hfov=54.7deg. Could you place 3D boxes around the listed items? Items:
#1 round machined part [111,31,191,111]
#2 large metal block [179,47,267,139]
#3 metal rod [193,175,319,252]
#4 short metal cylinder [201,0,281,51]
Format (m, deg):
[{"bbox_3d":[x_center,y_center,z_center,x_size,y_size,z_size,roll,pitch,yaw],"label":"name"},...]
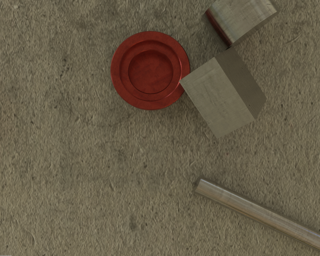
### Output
[{"bbox_3d":[-0.012,-0.071,0.401,0.099,0.042,0.097,0,90,0],"label":"round machined part"},{"bbox_3d":[0.079,-0.045,0.374,0.050,0.080,0.080,-31,95,34],"label":"large metal block"},{"bbox_3d":[0.185,0.138,0.411,0.301,0.025,0.025,25,90,0],"label":"metal rod"},{"bbox_3d":[0.099,-0.139,0.383,0.080,0.080,0.050,-35,90,0],"label":"short metal cylinder"}]
